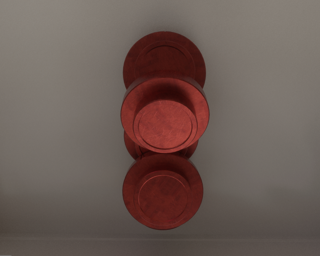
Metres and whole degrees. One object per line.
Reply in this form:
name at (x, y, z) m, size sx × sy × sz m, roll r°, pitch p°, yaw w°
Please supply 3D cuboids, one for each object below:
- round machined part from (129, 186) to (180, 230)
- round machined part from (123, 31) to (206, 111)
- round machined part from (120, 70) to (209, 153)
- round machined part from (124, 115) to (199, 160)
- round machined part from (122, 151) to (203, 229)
round machined part at (0.004, 0.102, 0.424) m, size 0.099 × 0.042 × 0.097 m, roll 0°, pitch 125°, yaw 0°
round machined part at (0.005, -0.065, 0.365) m, size 0.099 × 0.042 × 0.097 m, roll 0°, pitch 94°, yaw -1°
round machined part at (0.005, -0.011, 0.342) m, size 0.099 × 0.042 × 0.097 m, roll 0°, pitch 123°, yaw 0°
round machined part at (0.002, 0.012, 0.405) m, size 0.099 × 0.042 × 0.097 m, roll 0°, pitch 109°, yaw 0°
round machined part at (0.004, 0.078, 0.375) m, size 0.099 × 0.042 × 0.097 m, roll 0°, pitch 99°, yaw -1°
